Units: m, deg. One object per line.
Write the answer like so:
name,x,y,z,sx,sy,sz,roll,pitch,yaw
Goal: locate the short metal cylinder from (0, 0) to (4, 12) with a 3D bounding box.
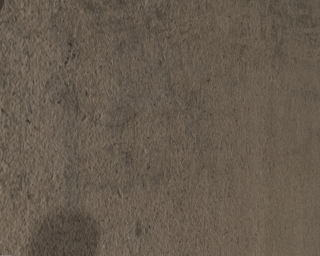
short metal cylinder,-0.173,-0.110,0.244,0.081,0.050,0.079,0,90,-40
